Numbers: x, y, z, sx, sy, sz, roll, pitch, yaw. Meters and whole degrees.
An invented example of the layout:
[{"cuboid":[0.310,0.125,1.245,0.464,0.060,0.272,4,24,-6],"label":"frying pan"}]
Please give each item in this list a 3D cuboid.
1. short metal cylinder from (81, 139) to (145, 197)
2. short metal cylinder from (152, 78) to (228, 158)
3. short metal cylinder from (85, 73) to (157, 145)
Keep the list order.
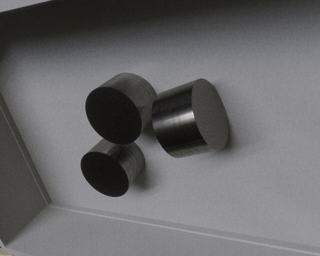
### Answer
[{"cuboid":[-0.069,0.055,0.462,0.080,0.050,0.079,13,124,20],"label":"short metal cylinder"},{"cuboid":[0.035,-0.010,0.348,0.050,0.080,0.080,-16,110,34],"label":"short metal cylinder"},{"cuboid":[-0.048,-0.025,0.401,0.080,0.050,0.079,13,124,20],"label":"short metal cylinder"}]
